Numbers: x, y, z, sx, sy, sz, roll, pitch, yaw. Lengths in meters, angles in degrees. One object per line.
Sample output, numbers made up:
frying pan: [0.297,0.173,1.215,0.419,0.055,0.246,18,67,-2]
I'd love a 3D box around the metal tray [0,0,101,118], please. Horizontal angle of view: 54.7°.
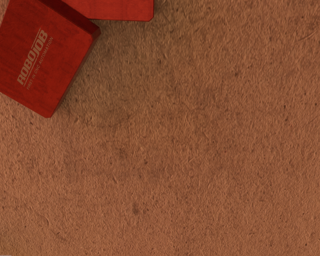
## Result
metal tray: [-0.138,-0.083,0.357,0.090,0.030,0.129,32,121,-13]

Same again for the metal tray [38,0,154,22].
metal tray: [-0.071,-0.168,0.344,0.131,0.030,0.089,2,110,-1]
